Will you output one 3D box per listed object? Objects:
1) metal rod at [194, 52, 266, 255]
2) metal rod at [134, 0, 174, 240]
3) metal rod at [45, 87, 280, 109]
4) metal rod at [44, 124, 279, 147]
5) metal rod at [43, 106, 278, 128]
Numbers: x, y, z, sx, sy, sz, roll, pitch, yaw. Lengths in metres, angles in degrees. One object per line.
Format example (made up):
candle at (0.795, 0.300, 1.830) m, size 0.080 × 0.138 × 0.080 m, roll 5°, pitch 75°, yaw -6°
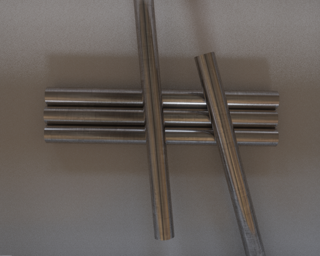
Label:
metal rod at (0.094, 0.054, 0.391) m, size 0.025 × 0.025 × 0.298 m, roll -16°, pitch 97°, yaw 0°
metal rod at (-0.007, -0.013, 0.385) m, size 0.025 × 0.025 × 0.298 m, roll -5°, pitch 90°, yaw -1°
metal rod at (0.003, -0.040, 0.410) m, size 0.302 × 0.025 × 0.025 m, roll 1°, pitch 90°, yaw -1°
metal rod at (0.003, 0.010, 0.410) m, size 0.302 × 0.025 × 0.025 m, roll 1°, pitch 90°, yaw -1°
metal rod at (0.002, -0.015, 0.410) m, size 0.302 × 0.025 × 0.025 m, roll 1°, pitch 90°, yaw -1°
